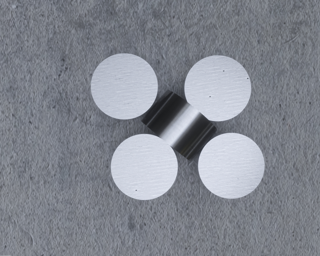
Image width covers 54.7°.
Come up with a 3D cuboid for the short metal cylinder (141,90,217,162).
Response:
[{"bbox_3d":[0.023,-0.003,0.384,0.080,0.080,0.050,40,90,-1],"label":"short metal cylinder"}]

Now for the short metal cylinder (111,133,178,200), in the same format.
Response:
[{"bbox_3d":[-0.019,0.047,0.397,0.081,0.050,0.079,0,90,-1],"label":"short metal cylinder"}]

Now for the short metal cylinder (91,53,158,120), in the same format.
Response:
[{"bbox_3d":[-0.043,-0.050,0.397,0.081,0.050,0.079,0,90,-1],"label":"short metal cylinder"}]

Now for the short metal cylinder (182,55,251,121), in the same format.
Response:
[{"bbox_3d":[0.070,-0.048,0.398,0.081,0.050,0.079,0,90,-1],"label":"short metal cylinder"}]

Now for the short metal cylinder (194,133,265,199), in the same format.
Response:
[{"bbox_3d":[0.086,0.045,0.399,0.081,0.050,0.079,0,90,-1],"label":"short metal cylinder"}]
